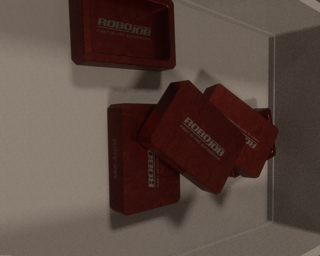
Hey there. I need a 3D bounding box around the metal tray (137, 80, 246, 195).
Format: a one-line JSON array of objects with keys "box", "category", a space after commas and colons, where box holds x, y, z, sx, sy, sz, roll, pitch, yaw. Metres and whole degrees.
[{"box": [0.045, 0.014, 0.391, 0.130, 0.030, 0.090, 40, 71, -28], "category": "metal tray"}]

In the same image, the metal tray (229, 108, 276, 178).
[{"box": [0.147, 0.021, 0.529, 0.131, 0.030, 0.089, -17, 101, -39], "category": "metal tray"}]

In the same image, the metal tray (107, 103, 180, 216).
[{"box": [-0.018, 0.035, 0.390, 0.091, 0.030, 0.129, -2, 92, -40], "category": "metal tray"}]

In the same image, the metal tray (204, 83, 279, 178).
[{"box": [0.109, 0.006, 0.467, 0.130, 0.030, 0.090, 34, 73, -16], "category": "metal tray"}]

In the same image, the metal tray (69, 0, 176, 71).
[{"box": [-0.040, -0.118, 0.371, 0.131, 0.030, 0.089, -4, 93, -40], "category": "metal tray"}]
